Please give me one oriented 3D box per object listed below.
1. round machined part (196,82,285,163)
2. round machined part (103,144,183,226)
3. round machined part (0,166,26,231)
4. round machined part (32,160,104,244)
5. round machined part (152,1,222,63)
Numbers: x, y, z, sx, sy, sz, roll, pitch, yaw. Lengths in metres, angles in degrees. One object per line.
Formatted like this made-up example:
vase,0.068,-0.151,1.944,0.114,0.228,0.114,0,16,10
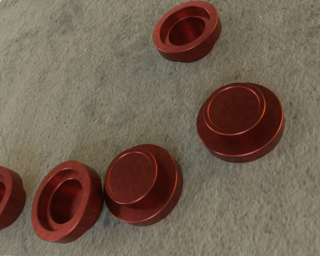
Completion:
round machined part,0.088,-0.013,0.354,0.098,0.042,0.098,-13,56,20
round machined part,-0.026,0.062,0.367,0.098,0.042,0.098,-13,56,20
round machined part,-0.236,0.107,0.448,0.098,0.042,0.098,-13,56,20
round machined part,-0.109,0.093,0.386,0.098,0.042,0.098,-17,56,27
round machined part,0.042,-0.134,0.452,0.098,0.042,0.098,-13,56,20
